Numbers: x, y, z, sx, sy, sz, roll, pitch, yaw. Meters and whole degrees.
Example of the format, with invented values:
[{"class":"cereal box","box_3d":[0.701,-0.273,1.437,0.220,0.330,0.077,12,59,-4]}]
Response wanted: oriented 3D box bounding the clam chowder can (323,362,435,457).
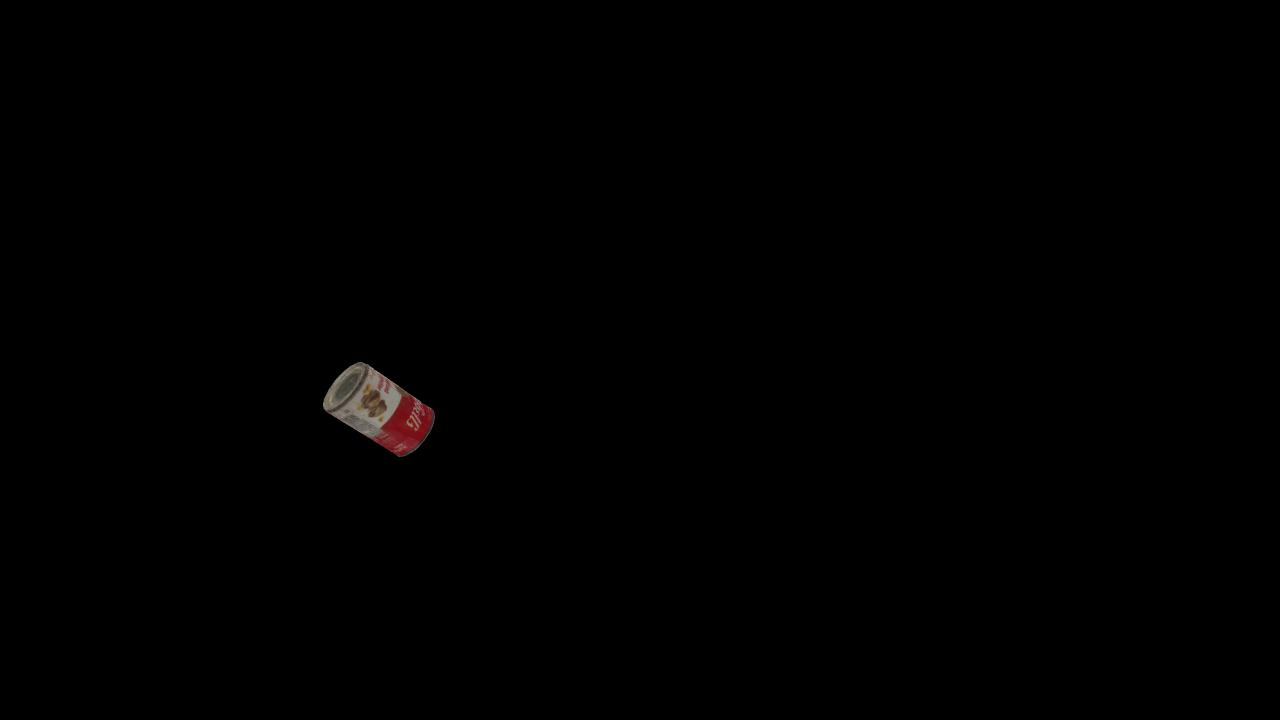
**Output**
[{"class":"clam chowder can","box_3d":[-0.297,0.057,0.704,0.068,0.068,0.102,0,-35,43]}]
